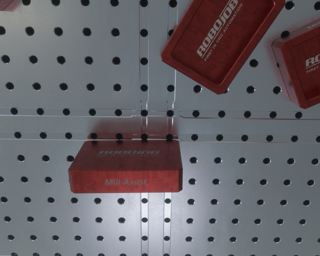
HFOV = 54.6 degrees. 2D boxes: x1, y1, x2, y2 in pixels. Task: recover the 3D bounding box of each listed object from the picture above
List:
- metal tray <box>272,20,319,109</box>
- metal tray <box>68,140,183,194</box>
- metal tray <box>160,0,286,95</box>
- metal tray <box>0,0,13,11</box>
[{"bbox_3d":[0.217,-0.090,0.378,0.130,0.030,0.090,-24,109,8],"label":"metal tray"},{"bbox_3d":[-0.039,0.046,0.395,0.131,0.090,0.030,-1,110,0],"label":"metal tray"},{"bbox_3d":[0.070,-0.117,0.368,0.090,0.030,0.129,29,107,-11],"label":"metal tray"},{"bbox_3d":[-0.200,-0.206,0.333,0.090,0.030,0.130,-37,106,12],"label":"metal tray"}]
